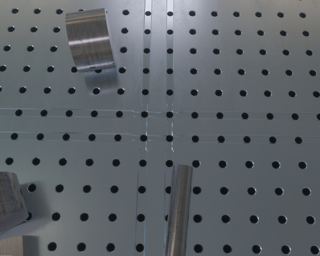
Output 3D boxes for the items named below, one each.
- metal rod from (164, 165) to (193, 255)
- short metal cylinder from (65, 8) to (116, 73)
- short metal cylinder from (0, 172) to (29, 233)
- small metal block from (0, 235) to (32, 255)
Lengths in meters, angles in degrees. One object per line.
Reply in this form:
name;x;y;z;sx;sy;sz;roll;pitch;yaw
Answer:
metal rod;0.011;0.189;0.342;0.025;0.025;0.299;7;70;2
short metal cylinder;-0.093;-0.120;0.426;0.050;0.080;0.080;-10;71;-4
short metal cylinder;-0.197;0.090;0.348;0.080;0.080;0.050;-23;72;-8
small metal block;-0.177;0.154;0.354;0.050;0.025;0.050;-10;70;-4
